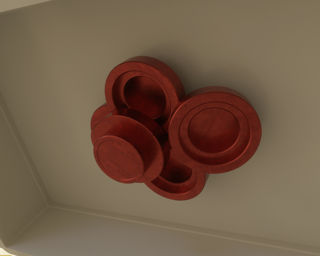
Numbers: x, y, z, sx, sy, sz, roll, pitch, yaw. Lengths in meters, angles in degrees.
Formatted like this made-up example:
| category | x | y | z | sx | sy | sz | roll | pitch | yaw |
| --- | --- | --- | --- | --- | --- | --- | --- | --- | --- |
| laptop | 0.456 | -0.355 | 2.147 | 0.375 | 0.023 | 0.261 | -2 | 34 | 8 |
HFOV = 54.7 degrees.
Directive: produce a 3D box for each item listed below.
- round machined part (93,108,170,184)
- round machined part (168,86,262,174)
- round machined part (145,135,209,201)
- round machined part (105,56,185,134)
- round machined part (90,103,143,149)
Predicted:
| category | x | y | z | sx | sy | sz | roll | pitch | yaw |
| --- | --- | --- | --- | --- | --- | --- | --- | --- | --- |
| round machined part | -0.041 | 0.029 | 0.377 | 0.098 | 0.042 | 0.097 | 13 | 124 | 20 |
| round machined part | 0.060 | -0.001 | 0.349 | 0.099 | 0.042 | 0.097 | 2 | 114 | 4 |
| round machined part | 0.019 | 0.045 | 0.412 | 0.098 | 0.042 | 0.097 | 13 | 124 | 20 |
| round machined part | -0.014 | -0.040 | 0.377 | 0.098 | 0.042 | 0.097 | 13 | 124 | 20 |
| round machined part | -0.056 | 0.012 | 0.428 | 0.098 | 0.042 | 0.097 | 13 | 124 | 20 |
